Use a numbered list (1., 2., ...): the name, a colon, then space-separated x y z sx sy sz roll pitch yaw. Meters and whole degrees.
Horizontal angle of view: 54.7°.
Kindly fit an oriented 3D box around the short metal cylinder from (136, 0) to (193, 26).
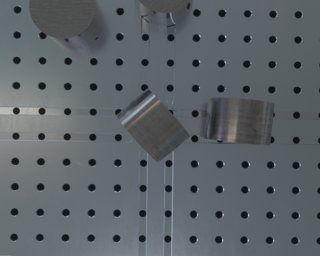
1. short metal cylinder: 0.006 -0.180 0.401 0.081 0.050 0.079 0 90 0

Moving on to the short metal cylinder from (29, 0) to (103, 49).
1. short metal cylinder: -0.118 -0.148 0.400 0.081 0.050 0.079 0 90 0

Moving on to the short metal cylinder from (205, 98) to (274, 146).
1. short metal cylinder: 0.098 -0.008 0.387 0.080 0.080 0.050 6 90 0

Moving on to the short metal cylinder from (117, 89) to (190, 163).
1. short metal cylinder: -0.008 -0.003 0.386 0.050 0.080 0.080 -42 90 0
